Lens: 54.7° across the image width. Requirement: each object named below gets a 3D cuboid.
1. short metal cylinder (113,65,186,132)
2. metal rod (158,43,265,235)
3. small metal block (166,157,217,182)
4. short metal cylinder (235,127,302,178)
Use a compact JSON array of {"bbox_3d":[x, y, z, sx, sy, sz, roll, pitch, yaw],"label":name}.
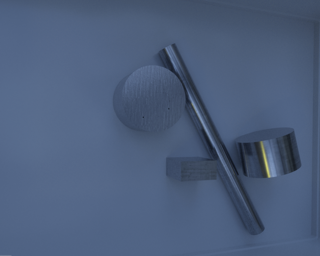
[{"bbox_3d":[-0.015,-0.035,0.393,0.081,0.050,0.079,0,90,-21],"label":"short metal cylinder"},{"bbox_3d":[0.077,0.023,0.440,0.025,0.025,0.299,-31,100,-18],"label":"metal rod"},{"bbox_3d":[0.041,0.054,0.414,0.050,0.050,0.025,1,90,-20],"label":"small metal block"},{"bbox_3d":[0.153,0.034,0.440,0.081,0.080,0.050,-16,96,-20],"label":"short metal cylinder"}]
